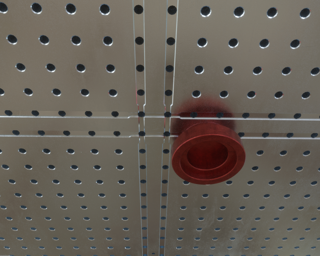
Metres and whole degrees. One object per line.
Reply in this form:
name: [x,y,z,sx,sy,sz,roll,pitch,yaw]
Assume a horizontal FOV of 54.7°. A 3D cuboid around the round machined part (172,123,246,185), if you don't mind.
round machined part: [0.065,0.031,0.428,0.099,0.042,0.097,-1,130,0]
